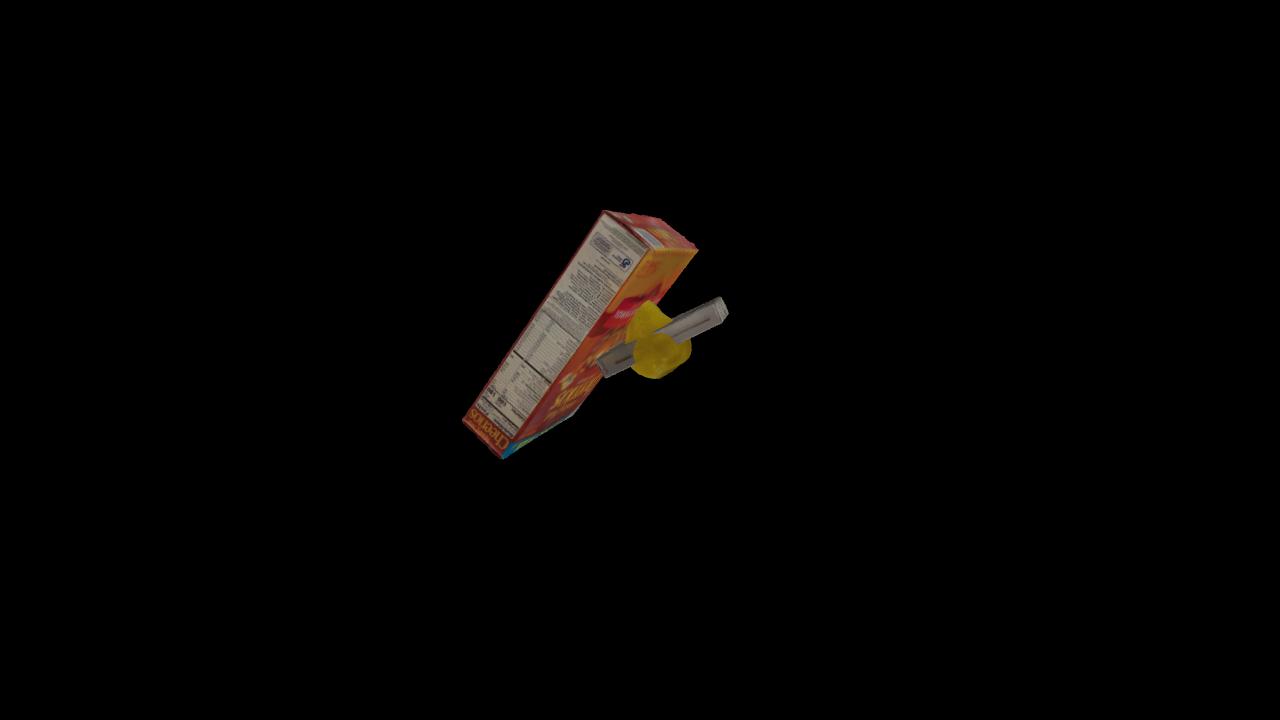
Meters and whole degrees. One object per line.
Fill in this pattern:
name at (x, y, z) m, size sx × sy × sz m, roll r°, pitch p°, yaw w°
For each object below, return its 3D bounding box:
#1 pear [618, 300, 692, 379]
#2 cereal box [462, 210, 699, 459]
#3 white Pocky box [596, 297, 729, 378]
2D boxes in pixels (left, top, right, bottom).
pear at (0.008, -0.034, 0.724) m, size 0.080 × 0.111 × 0.080 m, roll -32°, pitch -7°, yaw -5°
cereal box at (-0.066, -0.034, 0.753) m, size 0.081 × 0.306 × 0.203 m, roll 40°, pitch 19°, yaw 8°
white Pocky box at (0.028, -0.029, 0.728) m, size 0.154 × 0.028 × 0.084 m, roll -25°, pitch 6°, yaw 17°
